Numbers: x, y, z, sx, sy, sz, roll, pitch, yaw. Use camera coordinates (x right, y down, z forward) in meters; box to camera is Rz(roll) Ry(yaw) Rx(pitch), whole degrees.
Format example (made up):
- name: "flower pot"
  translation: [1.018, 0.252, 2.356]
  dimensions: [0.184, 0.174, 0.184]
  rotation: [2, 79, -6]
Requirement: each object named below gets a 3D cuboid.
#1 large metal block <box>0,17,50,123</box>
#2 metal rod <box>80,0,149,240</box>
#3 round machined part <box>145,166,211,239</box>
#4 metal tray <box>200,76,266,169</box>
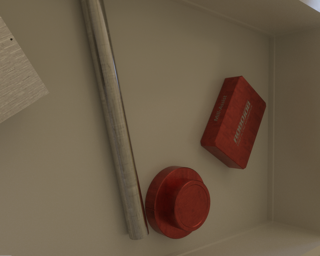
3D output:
- name: "large metal block"
  translation: [-0.156, -0.041, 0.253]
  dimensions: [0.080, 0.050, 0.080]
  rotation: [-46, 119, -40]
- name: "metal rod"
  translation: [-0.052, -0.012, 0.364]
  dimensions: [0.025, 0.025, 0.298]
  rotation: [-17, 101, -39]
- name: "round machined part"
  translation: [0.031, 0.103, 0.424]
  dimensions: [0.099, 0.042, 0.097]
  rotation: [0, 90, -40]
- name: "metal tray"
  translation: [0.125, -0.009, 0.511]
  dimensions: [0.090, 0.030, 0.130]
  rotation: [37, 67, -34]
